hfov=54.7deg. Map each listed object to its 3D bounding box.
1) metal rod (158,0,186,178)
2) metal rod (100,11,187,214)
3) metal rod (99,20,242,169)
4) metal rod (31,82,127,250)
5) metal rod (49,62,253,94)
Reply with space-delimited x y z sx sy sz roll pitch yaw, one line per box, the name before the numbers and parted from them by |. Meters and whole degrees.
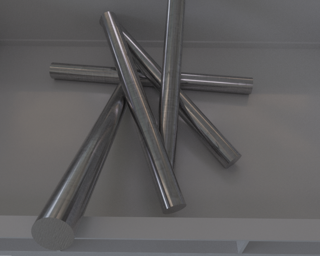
metal rod | 0.016 -0.087 0.400 0.025 0.025 0.299 4 74 3
metal rod | -0.031 -0.040 0.385 0.025 0.025 0.299 -14 60 -11
metal rod | 0.002 -0.066 0.432 0.025 0.025 0.300 -29 64 -22
metal rod | -0.057 0.002 0.318 0.025 0.025 0.300 2 24 2
metal rod | -0.015 -0.075 0.468 0.302 0.025 0.025 5 50 4
